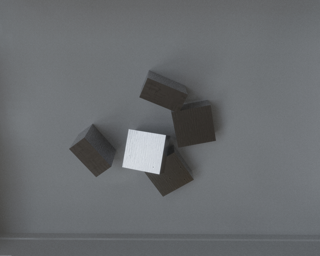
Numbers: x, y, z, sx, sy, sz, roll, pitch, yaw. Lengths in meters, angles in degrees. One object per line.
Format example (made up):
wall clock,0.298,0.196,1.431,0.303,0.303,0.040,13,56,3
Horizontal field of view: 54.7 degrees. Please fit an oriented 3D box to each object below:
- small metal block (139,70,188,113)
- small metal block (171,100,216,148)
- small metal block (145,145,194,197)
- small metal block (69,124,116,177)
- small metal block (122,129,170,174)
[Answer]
small metal block,0.004,-0.046,0.381,0.050,0.050,0.025,22,109,-8
small metal block,0.044,-0.006,0.410,0.050,0.025,0.050,-11,110,3
small metal block,0.012,0.060,0.434,0.050,0.025,0.050,-31,108,10
small metal block,-0.086,0.028,0.407,0.025,0.050,0.050,-36,107,12
small metal block,-0.017,0.031,0.406,0.050,0.025,0.050,9,88,14
